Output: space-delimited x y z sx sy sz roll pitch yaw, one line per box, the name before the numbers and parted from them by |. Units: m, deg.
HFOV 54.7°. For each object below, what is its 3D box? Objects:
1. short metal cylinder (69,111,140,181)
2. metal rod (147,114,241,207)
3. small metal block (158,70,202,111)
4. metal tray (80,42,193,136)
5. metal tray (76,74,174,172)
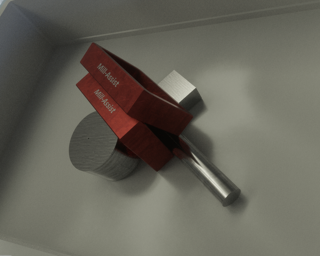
short metal cylinder | -0.070 0.023 0.401 0.080 0.050 0.080 -14 61 28
metal rod | -0.008 -0.011 0.415 0.025 0.025 0.300 -43 51 -2
small metal block | 0.019 -0.043 0.419 0.050 0.025 0.050 -42 51 -1
metal tray | -0.030 -0.048 0.373 0.030 0.090 0.130 -54 50 12
metal tray | -0.045 -0.011 0.391 0.030 0.090 0.130 -43 51 -1
